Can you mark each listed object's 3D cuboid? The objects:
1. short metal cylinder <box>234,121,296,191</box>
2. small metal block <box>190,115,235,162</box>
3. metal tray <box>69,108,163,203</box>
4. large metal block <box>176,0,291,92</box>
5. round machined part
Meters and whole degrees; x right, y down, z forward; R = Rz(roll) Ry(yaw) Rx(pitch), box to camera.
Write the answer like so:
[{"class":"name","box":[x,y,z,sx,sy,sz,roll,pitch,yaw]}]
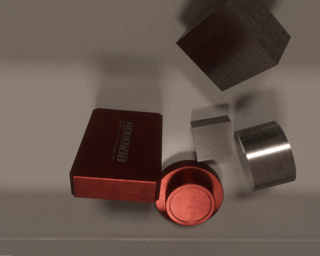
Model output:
[{"class":"short metal cylinder","box":[0.132,0.036,0.397,0.050,0.080,0.080,-16,110,5]},{"class":"small metal block","box":[0.071,0.014,0.418,0.050,0.025,0.050,-10,110,3]},{"class":"metal tray","box":[-0.044,0.026,0.362,0.091,0.130,0.030,5,124,-2]},{"class":"large metal block","box":[0.079,-0.097,0.341,0.080,0.050,0.080,43,148,-15]},{"class":"round machined part","box":[0.041,0.098,0.439,0.099,0.042,0.097,0,110,-1]}]
